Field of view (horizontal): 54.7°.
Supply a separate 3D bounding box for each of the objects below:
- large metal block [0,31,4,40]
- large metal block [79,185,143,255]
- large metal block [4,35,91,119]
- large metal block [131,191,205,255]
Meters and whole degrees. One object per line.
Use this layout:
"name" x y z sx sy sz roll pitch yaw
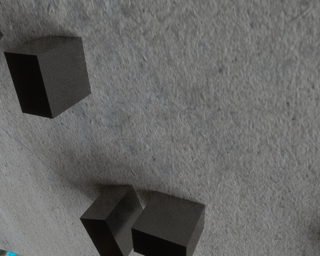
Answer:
"large metal block" -0.290 -0.125 0.444 0.080 0.080 0.050 -24 105 36
"large metal block" -0.070 0.149 0.498 0.050 0.080 0.080 -7 115 31
"large metal block" -0.140 -0.069 0.400 0.050 0.080 0.079 11 123 22
"large metal block" 0.014 0.146 0.453 0.080 0.080 0.050 12 123 21
